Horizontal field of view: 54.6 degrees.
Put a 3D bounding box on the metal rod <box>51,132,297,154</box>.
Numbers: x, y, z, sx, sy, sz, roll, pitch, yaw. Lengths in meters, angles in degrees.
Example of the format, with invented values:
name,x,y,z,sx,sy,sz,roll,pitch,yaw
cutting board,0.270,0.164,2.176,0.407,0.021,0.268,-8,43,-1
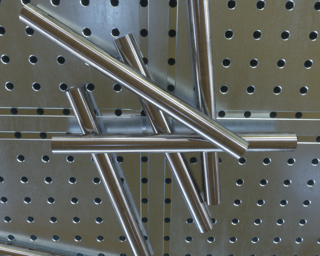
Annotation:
name,x,y,z,sx,sy,sz,roll,pitch,yaw
metal rod,0.018,0.019,0.392,0.302,0.025,0.025,-1,110,0

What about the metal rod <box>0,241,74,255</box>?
name,x,y,z,sx,sy,sz,roll,pitch,yaw
metal rod,-0.120,0.222,0.493,0.302,0.025,0.025,14,110,-6

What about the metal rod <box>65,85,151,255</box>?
name,x,y,z,sx,sy,sz,roll,pitch,yaw
metal rod,-0.065,0.084,0.443,0.025,0.025,0.299,-16,110,6

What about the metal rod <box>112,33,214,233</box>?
name,x,y,z,sx,sy,sz,roll,pitch,yaw
metal rod,0.012,0.020,0.420,0.025,0.025,0.299,-21,109,7

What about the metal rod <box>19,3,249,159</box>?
name,x,y,z,sx,sy,sz,roll,pitch,yaw
metal rod,-0.029,-0.054,0.365,0.301,0.025,0.025,33,107,-1

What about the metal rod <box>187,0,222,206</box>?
name,x,y,z,sx,sy,sz,roll,pitch,yaw
metal rod,0.059,-0.033,0.401,0.025,0.025,0.298,-7,110,2
